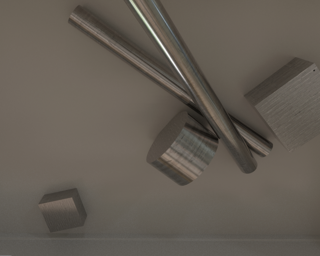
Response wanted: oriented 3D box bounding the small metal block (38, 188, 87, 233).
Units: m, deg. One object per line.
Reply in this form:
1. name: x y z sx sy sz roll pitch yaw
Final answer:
1. small metal block: -0.141 0.121 0.454 0.050 0.025 0.050 -13 110 4

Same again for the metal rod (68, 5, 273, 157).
1. metal rod: 0.023 -0.052 0.392 0.301 0.025 0.025 33 106 -12

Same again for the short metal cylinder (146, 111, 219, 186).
1. short metal cylinder: 0.027 0.026 0.392 0.050 0.080 0.080 38 106 -13

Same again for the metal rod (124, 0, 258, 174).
1. metal rod: 0.047 -0.035 0.334 0.025 0.025 0.300 -32 130 11

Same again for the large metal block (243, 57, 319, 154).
1. large metal block: 0.168 -0.029 0.390 0.080 0.050 0.080 -38 106 12
